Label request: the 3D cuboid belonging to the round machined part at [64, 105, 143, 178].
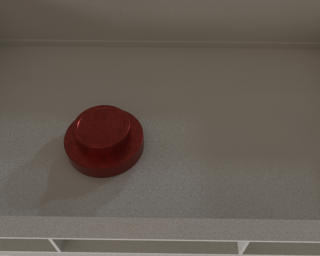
[{"bbox_3d":[-0.070,0.009,0.386,0.099,0.042,0.098,0,50,0],"label":"round machined part"}]
